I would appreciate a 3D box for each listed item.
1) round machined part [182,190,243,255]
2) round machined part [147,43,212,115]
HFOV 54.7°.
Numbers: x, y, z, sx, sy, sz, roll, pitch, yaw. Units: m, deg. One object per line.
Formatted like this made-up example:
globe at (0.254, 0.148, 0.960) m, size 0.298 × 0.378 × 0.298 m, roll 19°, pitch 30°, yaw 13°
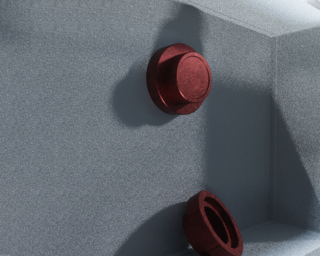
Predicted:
round machined part at (0.069, 0.140, 0.431) m, size 0.098 × 0.042 × 0.098 m, roll 42°, pitch 23°, yaw -22°
round machined part at (0.033, -0.067, 0.423) m, size 0.099 × 0.042 × 0.097 m, roll 0°, pitch 90°, yaw -40°
